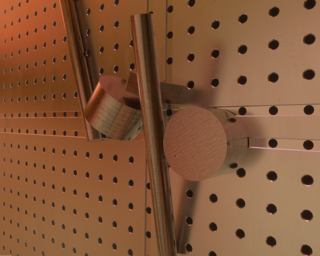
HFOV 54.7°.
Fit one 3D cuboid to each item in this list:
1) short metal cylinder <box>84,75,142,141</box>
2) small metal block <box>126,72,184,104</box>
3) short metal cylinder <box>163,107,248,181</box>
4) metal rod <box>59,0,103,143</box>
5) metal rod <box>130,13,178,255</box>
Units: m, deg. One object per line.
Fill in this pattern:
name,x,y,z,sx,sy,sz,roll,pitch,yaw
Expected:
short metal cylinder,-0.055,-0.028,0.419,0.080,0.081,0.050,47,118,29
small metal block,-0.007,-0.051,0.399,0.050,0.050,0.025,25,106,37
short metal cylinder,0.051,0.017,0.350,0.080,0.050,0.079,0,90,38
metal rod,-0.139,-0.122,0.524,0.025,0.025,0.299,-23,76,38
metal rod,-0.005,0.023,0.367,0.025,0.025,0.298,5,108,40
